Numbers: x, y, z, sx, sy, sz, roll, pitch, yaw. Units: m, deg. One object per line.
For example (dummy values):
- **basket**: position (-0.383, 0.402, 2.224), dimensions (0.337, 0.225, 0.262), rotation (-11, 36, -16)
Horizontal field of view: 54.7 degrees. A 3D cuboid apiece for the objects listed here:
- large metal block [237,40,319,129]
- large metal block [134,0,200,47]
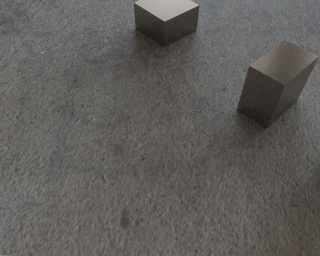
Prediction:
- **large metal block**: position (0.156, -0.059, 0.419), dimensions (0.080, 0.080, 0.050), rotation (-36, 59, -27)
- **large metal block**: position (0.011, -0.199, 0.554), dimensions (0.080, 0.050, 0.080), rotation (-34, 58, -25)
